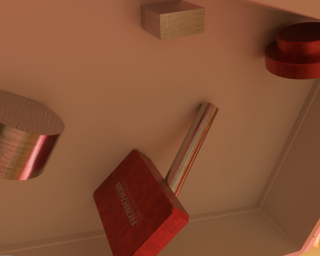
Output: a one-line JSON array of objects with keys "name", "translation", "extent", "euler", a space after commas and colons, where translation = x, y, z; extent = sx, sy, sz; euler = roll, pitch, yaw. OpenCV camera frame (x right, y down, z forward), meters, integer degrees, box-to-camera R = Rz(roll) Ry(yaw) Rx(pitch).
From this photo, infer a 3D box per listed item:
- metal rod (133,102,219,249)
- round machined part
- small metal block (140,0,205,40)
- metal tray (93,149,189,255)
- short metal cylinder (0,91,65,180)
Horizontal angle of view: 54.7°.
[{"name": "metal rod", "translation": [0.003, 0.098, 0.394], "extent": [0.025, 0.025, 0.300], "euler": [41, 70, -39]}, {"name": "round machined part", "translation": [0.187, -0.105, 0.402], "extent": [0.099, 0.098, 0.042], "euler": [-25, 125, -14]}, {"name": "small metal block", "translation": [0.013, -0.116, 0.329], "extent": [0.050, 0.050, 0.025], "euler": [-16, 125, -20]}, {"name": "metal tray", "translation": [-0.030, 0.096, 0.384], "extent": [0.090, 0.130, 0.030], "euler": [-47, 126, 5]}, {"name": "short metal cylinder", "translation": [-0.141, 0.006, 0.300], "extent": [0.081, 0.080, 0.050], "euler": [19, 108, -36]}]
